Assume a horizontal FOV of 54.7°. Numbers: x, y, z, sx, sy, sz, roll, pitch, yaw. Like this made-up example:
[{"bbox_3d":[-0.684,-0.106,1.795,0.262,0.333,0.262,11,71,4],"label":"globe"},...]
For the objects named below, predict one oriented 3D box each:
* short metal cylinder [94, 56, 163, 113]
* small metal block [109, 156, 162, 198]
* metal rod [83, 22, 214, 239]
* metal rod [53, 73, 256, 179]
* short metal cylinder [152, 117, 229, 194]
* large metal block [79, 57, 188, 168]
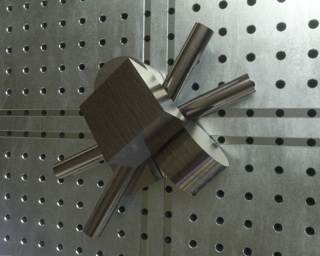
[{"bbox_3d":[-0.039,-0.050,0.409,0.080,0.050,0.079,0,90,20],"label":"short metal cylinder"},{"bbox_3d":[-0.033,0.059,0.420,0.050,0.025,0.050,-29,81,17],"label":"small metal block"},{"bbox_3d":[-0.019,0.010,0.389,0.025,0.025,0.299,32,100,17],"label":"metal rod"},{"bbox_3d":[-0.020,0.005,0.416,0.300,0.025,0.025,-25,82,18],"label":"metal rod"},{"bbox_3d":[0.035,0.031,0.367,0.050,0.080,0.080,-45,76,15],"label":"short metal cylinder"},{"bbox_3d":[-0.030,-0.014,0.339,0.080,0.050,0.080,-42,60,16],"label":"large metal block"}]
